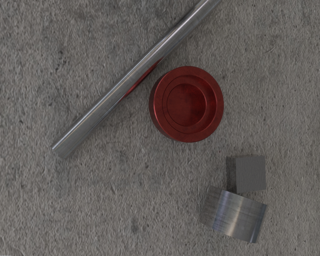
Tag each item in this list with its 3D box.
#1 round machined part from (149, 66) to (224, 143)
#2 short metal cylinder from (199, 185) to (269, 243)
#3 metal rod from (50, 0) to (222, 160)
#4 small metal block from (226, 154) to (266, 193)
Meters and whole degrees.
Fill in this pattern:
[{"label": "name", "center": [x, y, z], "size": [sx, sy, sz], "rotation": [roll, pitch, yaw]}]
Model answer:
[{"label": "round machined part", "center": [0.032, -0.030, 0.412], "size": [0.099, 0.042, 0.097], "rotation": [0, 90, -20]}, {"label": "short metal cylinder", "center": [0.099, 0.114, 0.416], "size": [0.080, 0.080, 0.050], "rotation": [21, 83, -19]}, {"label": "metal rod", "center": [-0.022, -0.078, 0.400], "size": [0.025, 0.025, 0.301], "rotation": [46, 76, -14]}, {"label": "small metal block", "center": [0.127, 0.066, 0.456], "size": [0.050, 0.025, 0.050], "rotation": [-3, 91, -20]}]
